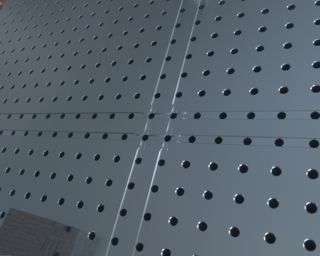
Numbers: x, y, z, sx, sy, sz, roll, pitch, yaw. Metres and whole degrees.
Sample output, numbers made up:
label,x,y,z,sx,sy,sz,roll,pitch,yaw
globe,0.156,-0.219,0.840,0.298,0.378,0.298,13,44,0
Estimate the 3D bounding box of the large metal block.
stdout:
label,x,y,z,sx,sy,sz,roll,pitch,yaw
large metal block,-0.160,0.152,0.384,0.080,0.050,0.080,4,64,30
